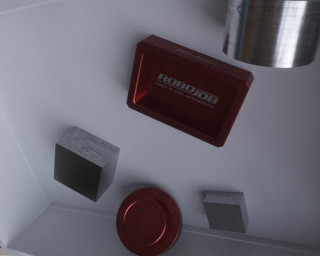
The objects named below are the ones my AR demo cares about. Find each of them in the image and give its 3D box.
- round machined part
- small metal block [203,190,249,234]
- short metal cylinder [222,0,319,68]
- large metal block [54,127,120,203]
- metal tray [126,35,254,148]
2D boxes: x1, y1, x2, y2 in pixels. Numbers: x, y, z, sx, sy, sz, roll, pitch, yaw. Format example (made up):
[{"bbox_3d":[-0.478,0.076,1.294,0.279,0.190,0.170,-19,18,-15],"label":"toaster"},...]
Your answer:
[{"bbox_3d":[-0.019,0.137,0.454,0.098,0.098,0.042,15,167,19],"label":"round machined part"},{"bbox_3d":[0.093,0.116,0.431,0.050,0.025,0.050,-2,118,28],"label":"small metal block"},{"bbox_3d":[0.097,-0.090,0.266,0.080,0.080,0.050,14,124,20],"label":"short metal cylinder"},{"bbox_3d":[-0.116,0.057,0.487,0.080,0.050,0.079,26,127,11],"label":"large metal block"},{"bbox_3d":[0.030,-0.043,0.362,0.130,0.030,0.089,24,127,12],"label":"metal tray"}]
